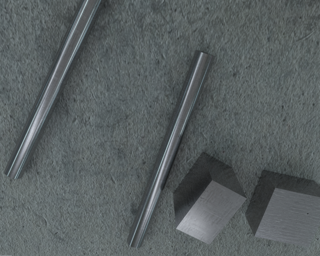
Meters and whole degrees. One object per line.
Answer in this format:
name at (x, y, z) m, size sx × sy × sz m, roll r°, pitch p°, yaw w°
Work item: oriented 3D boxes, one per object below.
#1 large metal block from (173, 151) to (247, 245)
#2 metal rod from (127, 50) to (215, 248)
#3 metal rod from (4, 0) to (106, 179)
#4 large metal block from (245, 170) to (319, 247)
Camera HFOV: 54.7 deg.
large metal block at (0.062, 0.091, 0.415) m, size 0.050 × 0.080 × 0.080 m, roll 29°, pitch 107°, yaw -11°
metal rod at (0.008, 0.042, 0.425) m, size 0.025 × 0.025 × 0.298 m, roll 17°, pitch 109°, yaw -7°
metal rod at (-0.129, -0.059, 0.385) m, size 0.025 × 0.025 × 0.298 m, roll 28°, pitch 107°, yaw -10°
large metal block at (0.179, 0.114, 0.441) m, size 0.081 × 0.050 × 0.079 m, roll 13°, pitch 110°, yaw -5°
